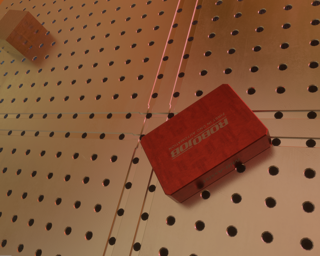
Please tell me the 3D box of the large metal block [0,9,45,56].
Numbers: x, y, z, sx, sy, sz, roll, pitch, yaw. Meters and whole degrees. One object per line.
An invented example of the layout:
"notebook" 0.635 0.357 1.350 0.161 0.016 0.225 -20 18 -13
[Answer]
"large metal block" -0.318 -0.212 0.685 0.080 0.050 0.080 19 71 35

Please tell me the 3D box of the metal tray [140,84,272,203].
"metal tray" 0.050 0.016 0.368 0.130 0.030 0.090 -34 52 5
